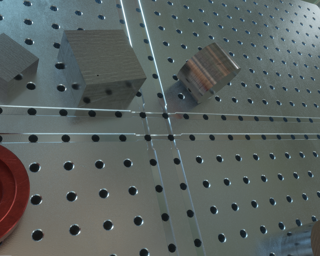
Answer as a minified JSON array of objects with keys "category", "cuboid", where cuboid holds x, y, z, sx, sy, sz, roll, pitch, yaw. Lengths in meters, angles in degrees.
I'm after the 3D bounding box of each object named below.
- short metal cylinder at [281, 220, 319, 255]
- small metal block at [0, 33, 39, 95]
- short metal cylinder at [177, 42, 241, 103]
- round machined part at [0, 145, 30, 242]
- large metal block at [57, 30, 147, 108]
[{"category":"short metal cylinder","cuboid":[0.208,0.165,0.403,0.081,0.050,0.080,14,56,-21]},{"category":"small metal block","cuboid":[-0.179,-0.075,0.357,0.050,0.025,0.050,36,51,-4]},{"category":"short metal cylinder","cuboid":[0.072,-0.081,0.461,0.081,0.080,0.050,-31,79,-38]},{"category":"round machined part","cuboid":[-0.168,0.061,0.269,0.099,0.042,0.098,14,56,-21]},{"category":"large metal block","cuboid":[-0.076,-0.078,0.399,0.081,0.050,0.080,-13,69,-34]}]
